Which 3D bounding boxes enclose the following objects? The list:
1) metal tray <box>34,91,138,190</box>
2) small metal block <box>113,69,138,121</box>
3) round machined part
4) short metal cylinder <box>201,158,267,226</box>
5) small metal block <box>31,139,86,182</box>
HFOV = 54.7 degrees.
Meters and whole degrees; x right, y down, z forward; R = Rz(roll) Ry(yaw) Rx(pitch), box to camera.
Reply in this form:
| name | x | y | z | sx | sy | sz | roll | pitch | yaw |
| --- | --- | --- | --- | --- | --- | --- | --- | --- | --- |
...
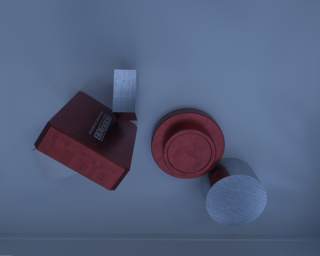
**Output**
| name | x | y | z | sx | sy | sz | roll | pitch | yaw |
| --- | --- | --- | --- | --- | --- | --- | --- | --- | --- |
| metal tray | -0.075 | 0.008 | 0.357 | 0.090 | 0.130 | 0.030 | 33 | 107 | -12 |
| small metal block | -0.040 | -0.038 | 0.374 | 0.025 | 0.050 | 0.050 | 1 | 81 | -1 |
| round machined part | 0.037 | 0.026 | 0.412 | 0.099 | 0.042 | 0.097 | 0 | 110 | -1 |
| short metal cylinder | 0.100 | 0.088 | 0.432 | 0.081 | 0.050 | 0.079 | 0 | 110 | -1 |
| small metal block | -0.137 | 0.041 | 0.424 | 0.050 | 0.025 | 0.050 | -17 | 110 | 6 |
